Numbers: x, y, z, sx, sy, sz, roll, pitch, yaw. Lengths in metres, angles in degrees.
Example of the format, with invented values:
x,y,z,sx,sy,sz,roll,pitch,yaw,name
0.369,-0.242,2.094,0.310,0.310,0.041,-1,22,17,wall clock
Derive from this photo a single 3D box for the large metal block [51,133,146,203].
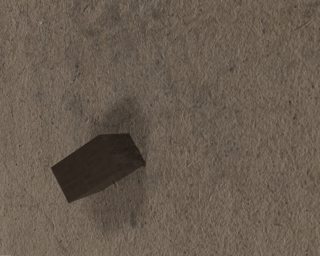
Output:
x,y,z,sx,sy,sz,roll,pitch,yaw,name
-0.077,0.049,0.406,0.080,0.080,0.050,-33,80,17,large metal block
